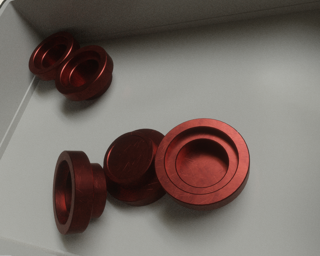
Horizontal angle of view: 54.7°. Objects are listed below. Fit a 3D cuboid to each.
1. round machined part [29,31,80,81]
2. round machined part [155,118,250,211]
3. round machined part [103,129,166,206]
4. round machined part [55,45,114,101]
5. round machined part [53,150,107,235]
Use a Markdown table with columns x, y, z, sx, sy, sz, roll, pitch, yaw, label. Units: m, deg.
| x | y | z | sx | sy | sz | roll | pitch | yaw | label |
| --- | --- | --- | --- | --- | --- | --- | --- | --- | --- |
| -0.187 | -0.126 | 0.567 | 0.098 | 0.042 | 0.098 | -13 | 56 | 20 | round machined part |
| 0.047 | 0.041 | 0.337 | 0.098 | 0.042 | 0.098 | -7 | 59 | 12 | round machined part |
| -0.030 | 0.043 | 0.383 | 0.098 | 0.042 | 0.098 | -13 | 56 | 20 | round machined part |
| -0.118 | -0.084 | 0.506 | 0.098 | 0.042 | 0.098 | -13 | 56 | 20 | round machined part |
| -0.097 | 0.076 | 0.377 | 0.098 | 0.042 | 0.097 | -10 | 78 | 57 | round machined part |
